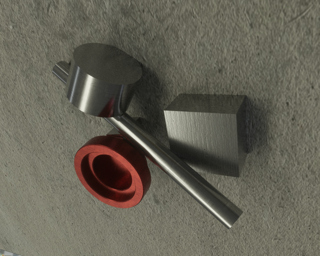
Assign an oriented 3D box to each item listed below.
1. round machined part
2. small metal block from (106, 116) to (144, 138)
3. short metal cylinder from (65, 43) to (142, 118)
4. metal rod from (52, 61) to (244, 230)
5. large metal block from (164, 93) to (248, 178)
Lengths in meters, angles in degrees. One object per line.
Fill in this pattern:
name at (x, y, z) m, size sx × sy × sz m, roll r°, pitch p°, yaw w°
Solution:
round machined part at (-0.055, 0.050, 0.392) m, size 0.098 × 0.042 × 0.097 m, roll 13°, pitch 125°, yaw 20°
small metal block at (-0.042, 0.018, 0.425) m, size 0.025 × 0.050 × 0.050 m, roll -2°, pitch 118°, yaw 29°
short metal cylinder at (-0.068, -0.058, 0.371) m, size 0.080 × 0.080 × 0.050 m, roll 33°, pitch 128°, yaw 6°
metal rod at (-0.028, 0.008, 0.379) m, size 0.300 × 0.025 × 0.025 m, roll 40°, pitch 130°, yaw 19°
large metal block at (0.057, 0.006, 0.365) m, size 0.080 × 0.050 × 0.079 m, roll 4°, pitch 121°, yaw 25°
